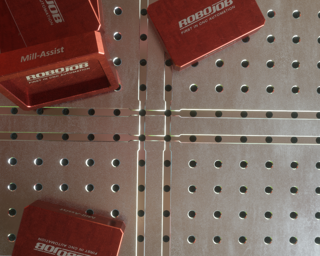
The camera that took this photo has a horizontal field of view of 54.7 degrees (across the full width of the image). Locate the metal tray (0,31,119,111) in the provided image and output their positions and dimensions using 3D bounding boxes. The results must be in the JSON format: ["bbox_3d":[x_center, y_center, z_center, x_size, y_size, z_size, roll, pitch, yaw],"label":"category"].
[{"bbox_3d":[-0.124,-0.065,0.376,0.131,0.090,0.030,-14,70,-1],"label":"metal tray"}]

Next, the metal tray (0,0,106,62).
[{"bbox_3d":[-0.142,-0.130,0.409,0.131,0.030,0.089,-6,90,-1],"label":"metal tray"}]

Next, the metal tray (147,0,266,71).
[{"bbox_3d":[0.060,-0.145,0.412,0.131,0.030,0.090,-27,90,-1],"label":"metal tray"}]

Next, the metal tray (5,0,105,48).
[{"bbox_3d":[-0.136,-0.158,0.378,0.090,0.030,0.129,-25,90,-1],"label":"metal tray"}]

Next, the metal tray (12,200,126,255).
[{"bbox_3d":[-0.120,0.157,0.409,0.131,0.030,0.089,15,90,-1],"label":"metal tray"}]
